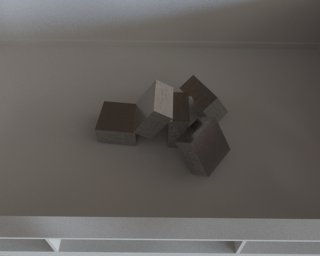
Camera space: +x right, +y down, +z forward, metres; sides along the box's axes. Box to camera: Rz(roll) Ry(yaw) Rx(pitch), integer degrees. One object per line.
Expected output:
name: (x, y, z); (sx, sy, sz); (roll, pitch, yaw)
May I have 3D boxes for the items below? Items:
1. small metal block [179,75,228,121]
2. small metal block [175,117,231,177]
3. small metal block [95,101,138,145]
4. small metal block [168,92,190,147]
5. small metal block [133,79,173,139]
small metal block: (0.059, -0.037, 0.415); (0.025, 0.050, 0.050); (-44, 57, 7)
small metal block: (0.052, 0.021, 0.366); (0.025, 0.050, 0.050); (2, 38, 50)
small metal block: (-0.053, -0.007, 0.407); (0.050, 0.025, 0.050); (5, 50, 4)
small metal block: (0.023, -0.010, 0.396); (0.025, 0.050, 0.050); (1, 50, 0)
small metal block: (-0.008, -0.022, 0.382); (0.025, 0.050, 0.050); (22, 49, -23)
